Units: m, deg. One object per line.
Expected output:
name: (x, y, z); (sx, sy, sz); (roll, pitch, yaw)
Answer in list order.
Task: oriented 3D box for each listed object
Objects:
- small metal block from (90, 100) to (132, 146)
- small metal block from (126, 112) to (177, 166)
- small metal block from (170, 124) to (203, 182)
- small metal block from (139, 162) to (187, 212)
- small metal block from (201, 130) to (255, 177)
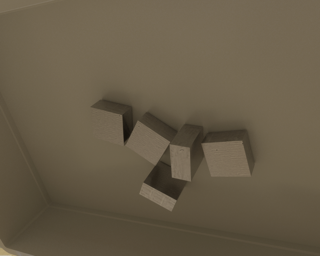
small metal block: (-0.067, -0.008, 0.434); (0.050, 0.025, 0.050); (14, 124, 20)
small metal block: (-0.012, 0.015, 0.419); (0.050, 0.025, 0.050); (33, 129, 5)
small metal block: (0.035, 0.030, 0.390); (0.025, 0.050, 0.050); (9, 122, 23)
small metal block: (0.007, 0.080, 0.434); (0.050, 0.050, 0.025); (27, 128, 10)
small metal block: (0.084, 0.032, 0.380); (0.050, 0.025, 0.050); (-6, 116, 30)
